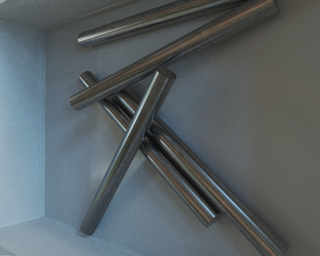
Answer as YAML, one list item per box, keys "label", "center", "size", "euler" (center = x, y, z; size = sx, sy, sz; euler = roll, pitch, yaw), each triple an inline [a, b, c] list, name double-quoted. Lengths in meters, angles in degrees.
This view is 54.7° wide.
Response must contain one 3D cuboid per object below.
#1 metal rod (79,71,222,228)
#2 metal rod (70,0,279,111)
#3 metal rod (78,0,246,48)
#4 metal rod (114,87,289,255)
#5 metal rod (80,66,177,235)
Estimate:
- label: "metal rod"
  center: [-0.029, 0.012, 0.428]
  size: [0.300, 0.025, 0.025]
  euler: [46, 117, 30]
- label: "metal rod"
  center: [-0.005, -0.083, 0.388]
  size: [0.300, 0.025, 0.025]
  euler: [-20, 77, 31]
- label: "metal rod"
  center: [-0.007, -0.145, 0.410]
  size: [0.300, 0.025, 0.025]
  euler: [-1, 90, 39]
- label: "metal rod"
  center: [0.029, 0.034, 0.381]
  size: [0.300, 0.025, 0.025]
  euler: [46, 117, 30]
- label: "metal rod"
  center: [-0.055, 0.050, 0.422]
  size: [0.025, 0.025, 0.298]
  euler: [48, 126, 29]
